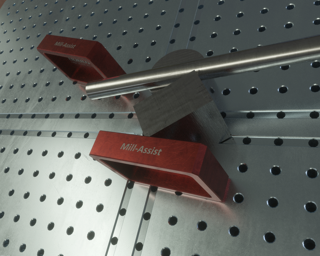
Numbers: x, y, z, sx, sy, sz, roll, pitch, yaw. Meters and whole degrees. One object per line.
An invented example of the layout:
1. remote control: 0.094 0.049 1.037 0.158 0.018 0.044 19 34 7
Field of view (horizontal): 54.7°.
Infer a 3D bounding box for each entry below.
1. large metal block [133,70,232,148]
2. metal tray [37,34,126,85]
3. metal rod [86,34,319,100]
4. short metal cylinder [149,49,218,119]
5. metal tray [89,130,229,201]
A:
1. large metal block: 0.028 -0.008 0.363 0.080 0.080 0.050 -30 52 9
2. metal tray: -0.122 -0.102 0.492 0.130 0.090 0.030 18 71 35
3. metal rod: 0.043 -0.067 0.362 0.301 0.025 0.025 -7 59 24
4. short metal cylinder: 0.030 -0.057 0.411 0.080 0.050 0.080 -13 56 21
5. metal tray: 0.000 0.042 0.341 0.130 0.090 0.030 6 65 31
